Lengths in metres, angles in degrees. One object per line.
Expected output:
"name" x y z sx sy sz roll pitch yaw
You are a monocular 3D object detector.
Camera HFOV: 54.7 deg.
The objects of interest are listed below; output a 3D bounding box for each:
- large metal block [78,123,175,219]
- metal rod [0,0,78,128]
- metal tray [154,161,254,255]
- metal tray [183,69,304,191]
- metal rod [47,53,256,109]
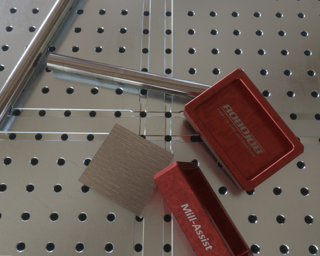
"large metal block" -0.038 0.054 0.378 0.080 0.050 0.080 28 72 9
"metal rod" -0.171 -0.135 0.458 0.025 0.025 0.300 20 71 7
"metal tray" 0.051 0.100 0.339 0.030 0.090 0.130 -35 73 13
"metal tray" 0.102 0.002 0.392 0.090 0.030 0.130 -36 82 -3
"metal rod" -0.009 -0.064 0.434 0.302 0.025 0.025 12 71 4
